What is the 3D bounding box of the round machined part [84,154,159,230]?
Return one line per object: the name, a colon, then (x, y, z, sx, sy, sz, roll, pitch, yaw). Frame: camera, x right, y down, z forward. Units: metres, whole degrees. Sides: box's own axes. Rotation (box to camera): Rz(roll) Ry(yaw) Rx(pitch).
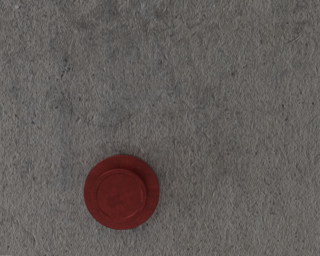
round machined part: (-0.050, 0.084, 0.401, 0.099, 0.042, 0.097, 0, 90, 0)
